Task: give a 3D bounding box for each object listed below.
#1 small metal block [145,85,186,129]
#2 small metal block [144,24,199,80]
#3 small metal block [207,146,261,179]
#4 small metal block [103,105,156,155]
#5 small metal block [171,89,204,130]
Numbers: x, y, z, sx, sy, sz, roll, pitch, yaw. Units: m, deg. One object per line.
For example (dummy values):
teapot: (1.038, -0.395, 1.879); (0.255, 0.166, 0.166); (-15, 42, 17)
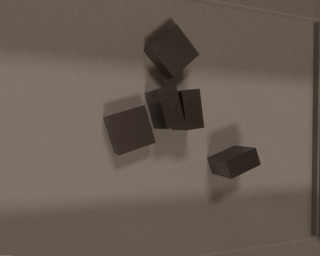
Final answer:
small metal block: (0.005, -0.026, 0.400); (0.025, 0.050, 0.050); (-16, 96, -20)
small metal block: (0.016, -0.101, 0.417); (0.050, 0.025, 0.050); (-44, 104, -15)
small metal block: (0.103, 0.047, 0.437); (0.050, 0.050, 0.025); (-21, 98, -19)
small metal block: (-0.039, 0.002, 0.397); (0.050, 0.025, 0.050); (-19, 97, -19)
small metal block: (0.033, -0.024, 0.411); (0.025, 0.050, 0.050); (-8, 93, -20)
